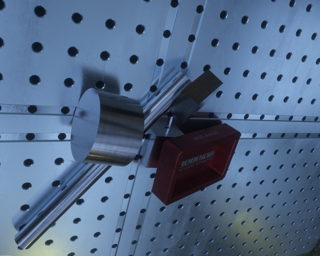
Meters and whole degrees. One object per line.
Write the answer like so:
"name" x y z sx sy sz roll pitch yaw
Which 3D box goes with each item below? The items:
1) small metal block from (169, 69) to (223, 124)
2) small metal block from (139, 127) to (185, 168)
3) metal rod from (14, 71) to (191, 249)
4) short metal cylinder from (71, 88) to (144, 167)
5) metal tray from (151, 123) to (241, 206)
"small metal block" 0.044 -0.038 0.385 0.050 0.025 0.050 -41 172 -29
"small metal block" 0.004 0.028 0.431 0.050 0.025 0.050 5 116 -31
"metal rod" -0.073 0.043 0.397 0.300 0.025 0.025 -45 129 3
"short metal cylinder" -0.060 0.001 0.343 0.050 0.080 0.079 12 112 -33
"metal tray" 0.054 0.048 0.442 0.131 0.030 0.089 -14 128 -40
